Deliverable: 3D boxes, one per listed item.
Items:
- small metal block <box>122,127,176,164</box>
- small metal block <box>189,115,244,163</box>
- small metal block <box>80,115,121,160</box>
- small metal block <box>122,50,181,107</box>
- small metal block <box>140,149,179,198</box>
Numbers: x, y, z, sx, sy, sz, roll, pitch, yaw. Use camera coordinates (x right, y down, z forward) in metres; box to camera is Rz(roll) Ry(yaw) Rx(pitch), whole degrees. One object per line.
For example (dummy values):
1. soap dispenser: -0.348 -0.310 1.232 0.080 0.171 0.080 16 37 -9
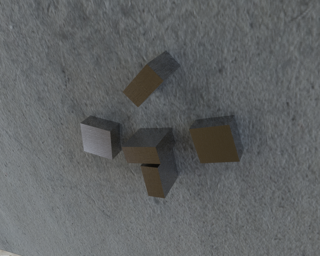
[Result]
1. small metal block: -0.014 0.023 0.411 0.050 0.050 0.025 -2 118 28
2. small metal block: 0.070 0.015 0.378 0.050 0.025 0.050 -7 115 31
3. small metal block: -0.087 0.014 0.459 0.050 0.025 0.050 14 124 19
4. small metal block: -0.009 -0.057 0.359 0.025 0.050 0.050 45 129 -4
5. small metal block: 0.001 0.060 0.426 0.025 0.050 0.050 2 119 27
